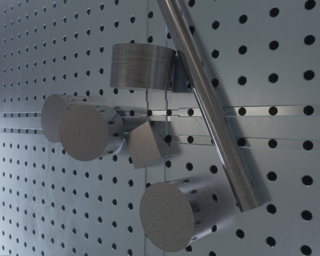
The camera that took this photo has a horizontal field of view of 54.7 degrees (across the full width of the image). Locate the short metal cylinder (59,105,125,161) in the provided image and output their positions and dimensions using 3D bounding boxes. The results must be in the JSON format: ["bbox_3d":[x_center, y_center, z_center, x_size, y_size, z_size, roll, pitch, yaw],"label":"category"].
[{"bbox_3d":[-0.100,0.006,0.459,0.080,0.050,0.079,1,94,19],"label":"short metal cylinder"}]

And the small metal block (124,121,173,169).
[{"bbox_3d":[-0.017,0.023,0.423,0.050,0.025,0.050,-31,71,35],"label":"small metal block"}]

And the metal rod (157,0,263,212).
[{"bbox_3d":[0.050,-0.051,0.368,0.025,0.025,0.299,-31,71,36],"label":"metal rod"}]

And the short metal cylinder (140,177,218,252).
[{"bbox_3d":[0.022,0.102,0.375,0.080,0.050,0.079,0,90,40],"label":"short metal cylinder"}]

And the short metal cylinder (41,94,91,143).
[{"bbox_3d":[-0.156,-0.016,0.522,0.080,0.050,0.079,0,90,40],"label":"short metal cylinder"}]

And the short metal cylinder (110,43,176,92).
[{"bbox_3d":[-0.021,-0.073,0.391,0.080,0.081,0.050,8,95,39],"label":"short metal cylinder"}]
